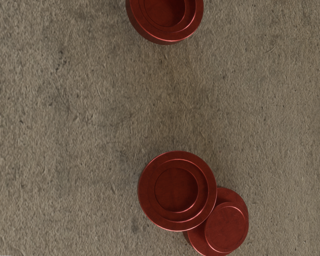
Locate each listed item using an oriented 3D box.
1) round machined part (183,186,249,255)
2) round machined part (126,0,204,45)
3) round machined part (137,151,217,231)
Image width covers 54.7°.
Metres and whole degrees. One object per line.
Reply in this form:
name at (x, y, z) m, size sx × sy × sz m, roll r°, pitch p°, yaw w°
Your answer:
round machined part at (0.083, 0.132, 0.431) m, size 0.099 × 0.042 × 0.097 m, roll 0°, pitch 90°, yaw -20°
round machined part at (0.003, -0.156, 0.401) m, size 0.099 × 0.042 × 0.097 m, roll 0°, pitch 90°, yaw -20°
round machined part at (0.020, 0.079, 0.399) m, size 0.099 × 0.042 × 0.097 m, roll 1°, pitch 82°, yaw -9°
